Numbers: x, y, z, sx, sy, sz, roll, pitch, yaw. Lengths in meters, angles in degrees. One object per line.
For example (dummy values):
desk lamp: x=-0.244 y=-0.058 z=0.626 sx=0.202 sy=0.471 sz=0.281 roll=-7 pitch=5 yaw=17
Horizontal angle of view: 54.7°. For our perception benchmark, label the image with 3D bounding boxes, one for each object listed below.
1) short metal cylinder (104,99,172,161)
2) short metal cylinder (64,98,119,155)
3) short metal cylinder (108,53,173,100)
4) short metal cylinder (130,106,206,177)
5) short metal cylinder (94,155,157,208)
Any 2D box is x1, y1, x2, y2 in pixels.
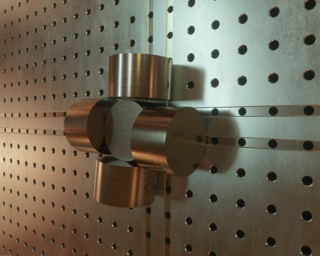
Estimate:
short metal cylinder: x=-0.029 y=0.003 z=0.418 sx=0.080 sy=0.050 sz=0.080 roll=0 pitch=90 yaw=38
short metal cylinder: x=-0.089 y=-0.003 z=0.447 sx=0.050 sy=0.081 sz=0.079 roll=2 pitch=92 yaw=39
short metal cylinder: x=-0.025 y=-0.062 z=0.394 sx=0.080 sy=0.081 sz=0.050 roll=4 pitch=92 yaw=40
short metal cylinder: x=0.012 y=0.014 z=0.364 sx=0.050 sy=0.081 sz=0.079 roll=5 pitch=93 yaw=39
short metal cylinder: x=-0.045 y=0.068 z=0.409 sx=0.080 sy=0.081 sz=0.050 roll=8 pitch=95 yaw=39
